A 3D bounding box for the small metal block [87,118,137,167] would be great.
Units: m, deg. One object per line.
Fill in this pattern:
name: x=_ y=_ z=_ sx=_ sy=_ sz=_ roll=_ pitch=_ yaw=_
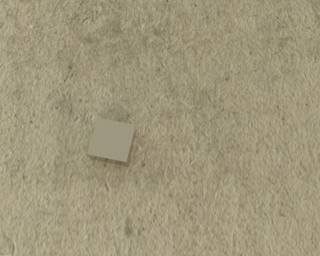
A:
small metal block: x=-0.061 y=0.018 z=0.401 sx=0.050 sy=0.025 sz=0.050 roll=11 pitch=70 yaw=3
